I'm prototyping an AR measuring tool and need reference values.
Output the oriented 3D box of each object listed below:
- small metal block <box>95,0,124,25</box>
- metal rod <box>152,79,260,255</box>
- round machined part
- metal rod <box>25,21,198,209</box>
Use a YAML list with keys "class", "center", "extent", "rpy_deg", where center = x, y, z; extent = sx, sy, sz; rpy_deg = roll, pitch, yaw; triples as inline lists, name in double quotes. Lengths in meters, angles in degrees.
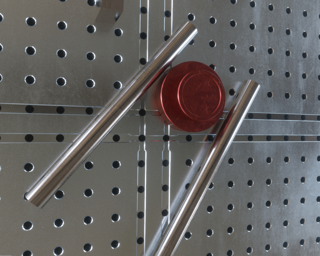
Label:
- class: "small metal block"
  center: [-0.062, -0.160, 0.377]
  extent: [0.025, 0.050, 0.050]
  rpy_deg: [3, 89, -20]
- class: "metal rod"
  center: [0.066, 0.062, 0.438]
  extent: [0.025, 0.025, 0.300]
  rpy_deg: [33, 79, -18]
- class: "round machined part"
  center: [0.048, -0.043, 0.422]
  extent: [0.099, 0.042, 0.097]
  rpy_deg: [0, 90, -21]
- class: "metal rod"
  center: [-0.052, -0.026, 0.394]
  extent: [0.025, 0.025, 0.300]
  rpy_deg: [44, 76, -15]
